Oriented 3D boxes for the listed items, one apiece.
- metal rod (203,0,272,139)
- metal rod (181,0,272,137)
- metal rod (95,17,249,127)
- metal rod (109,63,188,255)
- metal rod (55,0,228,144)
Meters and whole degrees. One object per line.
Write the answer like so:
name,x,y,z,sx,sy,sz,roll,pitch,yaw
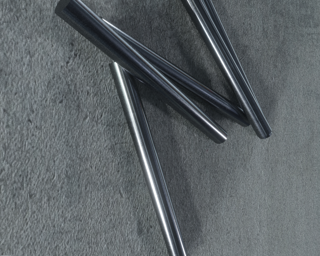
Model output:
metal rod,0.117,-0.102,0.502,0.025,0.025,0.299,-48,119,-29
metal rod,0.091,-0.109,0.461,0.025,0.025,0.299,-46,112,-30
metal rod,0.038,-0.063,0.435,0.302,0.025,0.025,24,75,-37
metal rod,-0.008,0.061,0.398,0.025,0.025,0.298,-27,107,-37
metal rod,0.004,-0.050,0.382,0.301,0.025,0.025,35,68,-43
